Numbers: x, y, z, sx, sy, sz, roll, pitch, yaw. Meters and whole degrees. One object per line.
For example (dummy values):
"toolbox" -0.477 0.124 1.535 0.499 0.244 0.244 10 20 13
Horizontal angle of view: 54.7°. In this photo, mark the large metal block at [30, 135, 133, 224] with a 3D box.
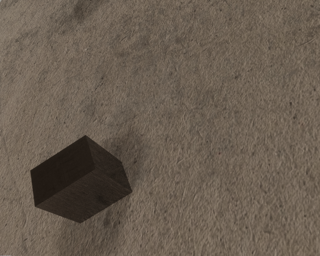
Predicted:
"large metal block" -0.094 0.065 0.376 0.080 0.080 0.050 -32 52 7
